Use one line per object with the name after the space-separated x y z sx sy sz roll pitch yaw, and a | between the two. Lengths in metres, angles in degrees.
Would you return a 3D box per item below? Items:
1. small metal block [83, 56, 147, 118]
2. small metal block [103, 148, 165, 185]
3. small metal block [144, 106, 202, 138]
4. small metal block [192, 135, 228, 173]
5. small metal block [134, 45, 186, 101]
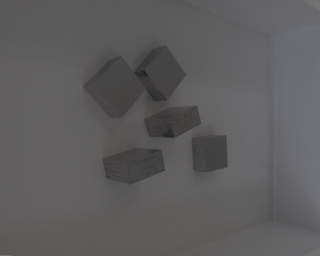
-0.052 -0.047 0.363 0.050 0.025 0.050 52 60 -28 | small metal block
-0.031 0.043 0.364 0.050 0.050 0.025 -16 101 -39 | small metal block
0.017 -0.009 0.404 0.050 0.050 0.025 -26 107 -37 | small metal block
0.076 0.038 0.470 0.050 0.025 0.050 -5 94 -40 | small metal block
0.000 -0.071 0.407 0.050 0.025 0.050 51 60 -28 | small metal block
